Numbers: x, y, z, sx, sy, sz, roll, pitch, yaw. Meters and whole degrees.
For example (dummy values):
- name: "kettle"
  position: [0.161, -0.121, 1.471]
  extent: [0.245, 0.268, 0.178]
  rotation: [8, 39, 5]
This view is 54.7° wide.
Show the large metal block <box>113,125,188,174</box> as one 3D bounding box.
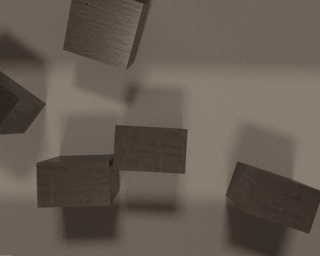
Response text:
- name: "large metal block"
  position: [-0.011, 0.024, 0.384]
  extent: [0.081, 0.080, 0.050]
  rotation: [3, 90, -1]

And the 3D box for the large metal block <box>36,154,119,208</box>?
- name: "large metal block"
  position: [-0.096, 0.062, 0.383]
  extent: [0.081, 0.080, 0.050]
  rotation: [-2, 90, -1]

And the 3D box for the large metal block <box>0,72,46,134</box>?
- name: "large metal block"
  position: [-0.202, -0.036, 0.381]
  extent: [0.080, 0.080, 0.050]
  rotation: [36, 90, -1]

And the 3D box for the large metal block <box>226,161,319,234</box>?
- name: "large metal block"
  position: [0.137, 0.082, 0.386]
  extent: [0.080, 0.080, 0.050]
  rotation: [18, 90, -1]

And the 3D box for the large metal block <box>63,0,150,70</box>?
- name: "large metal block"
  position: [-0.065, -0.127, 0.384]
  extent: [0.080, 0.050, 0.079]
  rotation: [18, 114, -1]
